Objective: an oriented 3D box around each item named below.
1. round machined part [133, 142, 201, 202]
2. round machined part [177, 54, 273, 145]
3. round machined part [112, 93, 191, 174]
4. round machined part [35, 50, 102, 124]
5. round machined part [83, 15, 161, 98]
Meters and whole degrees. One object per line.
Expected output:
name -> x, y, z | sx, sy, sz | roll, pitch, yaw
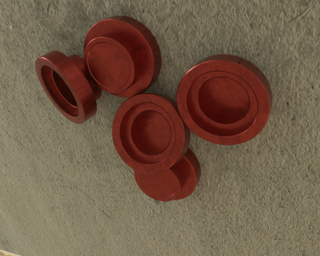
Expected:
round machined part -> 0.004, 0.063, 0.432 | 0.098, 0.042, 0.097 | 13, 124, 20
round machined part -> 0.071, -0.033, 0.338 | 0.098, 0.042, 0.097 | 13, 124, 20
round machined part -> -0.008, 0.005, 0.389 | 0.098, 0.042, 0.097 | 3, 96, 25
round machined part -> -0.115, -0.057, 0.407 | 0.098, 0.042, 0.097 | 33, 146, 27
round machined part -> -0.051, -0.081, 0.372 | 0.098, 0.042, 0.097 | 13, 124, 20
